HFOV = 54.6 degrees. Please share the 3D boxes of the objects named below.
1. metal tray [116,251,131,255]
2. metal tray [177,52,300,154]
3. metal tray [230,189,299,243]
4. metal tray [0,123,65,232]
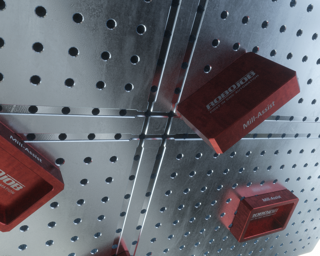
[{"bbox_3d":[-0.076,0.281,0.538,0.091,0.030,0.129,-24,127,-14],"label":"metal tray"},{"bbox_3d":[0.097,-0.037,0.398,0.130,0.090,0.030,-38,129,-3],"label":"metal tray"},{"bbox_3d":[0.214,0.178,0.633,0.131,0.030,0.089,-4,120,-27],"label":"metal tray"},{"bbox_3d":[-0.182,0.051,0.339,0.090,0.030,0.130,-38,129,-3],"label":"metal tray"}]
